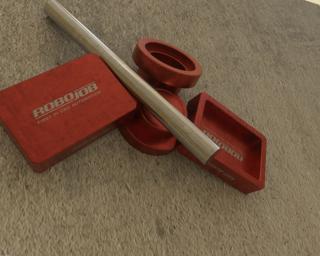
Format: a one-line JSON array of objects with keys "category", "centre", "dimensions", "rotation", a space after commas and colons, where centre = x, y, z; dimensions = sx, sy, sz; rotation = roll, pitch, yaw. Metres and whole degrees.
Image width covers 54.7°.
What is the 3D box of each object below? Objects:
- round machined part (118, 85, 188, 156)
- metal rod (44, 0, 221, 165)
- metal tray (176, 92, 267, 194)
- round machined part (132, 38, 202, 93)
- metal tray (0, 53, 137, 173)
[{"category": "round machined part", "centre": [-0.004, -0.016, 0.403], "dimensions": [0.099, 0.042, 0.098], "rotation": [14, 56, -21]}, {"category": "metal rod", "centre": [-0.046, -0.067, 0.378], "dimensions": [0.300, 0.025, 0.025], "rotation": [44, 50, 19]}, {"category": "metal tray", "centre": [0.089, 0.021, 0.423], "dimensions": [0.130, 0.030, 0.090], "rotation": [33, 51, -20]}, {"category": "round machined part", "centre": [0.006, -0.083, 0.434], "dimensions": [0.099, 0.042, 0.098], "rotation": [20, 32, -13]}, {"category": "metal tray", "centre": [-0.103, -0.022, 0.346], "dimensions": [0.131, 0.030, 0.090], "rotation": [-33, 77, -29]}]
